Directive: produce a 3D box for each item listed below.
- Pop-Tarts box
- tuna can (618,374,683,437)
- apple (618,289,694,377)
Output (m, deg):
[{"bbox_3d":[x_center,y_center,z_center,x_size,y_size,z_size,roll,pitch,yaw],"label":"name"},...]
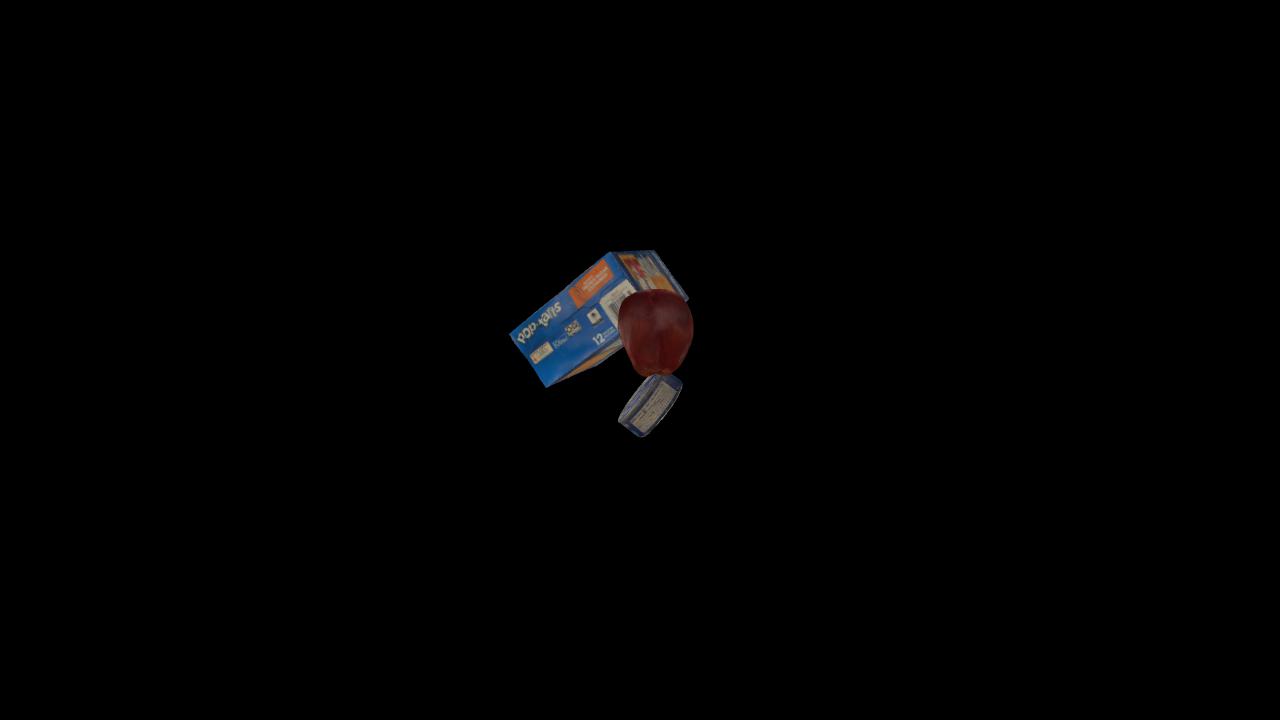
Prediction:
[{"bbox_3d":[-0.046,-0.054,0.750,0.167,0.083,0.141,-34,-4,24],"label":"Pop-Tarts box"},{"bbox_3d":[0.012,0.049,0.718,0.034,0.084,0.084,38,-5,-6],"label":"tuna can"},{"bbox_3d":[0.017,-0.031,0.645,0.079,0.093,0.079,-3,-15,-1],"label":"apple"}]
